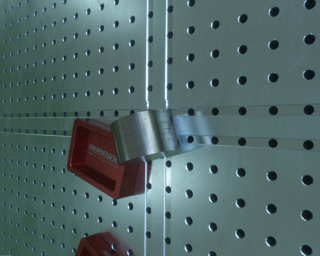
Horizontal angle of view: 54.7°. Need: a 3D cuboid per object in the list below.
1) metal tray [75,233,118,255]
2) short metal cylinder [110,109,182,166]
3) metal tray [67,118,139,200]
[{"bbox_3d":[-0.086,0.240,0.476,0.130,0.030,0.089,35,111,34],"label":"metal tray"},{"bbox_3d":[-0.017,0.013,0.388,0.080,0.081,0.050,-22,76,38],"label":"short metal cylinder"},{"bbox_3d":[-0.090,0.043,0.480,0.130,0.030,0.089,20,102,38],"label":"metal tray"}]
